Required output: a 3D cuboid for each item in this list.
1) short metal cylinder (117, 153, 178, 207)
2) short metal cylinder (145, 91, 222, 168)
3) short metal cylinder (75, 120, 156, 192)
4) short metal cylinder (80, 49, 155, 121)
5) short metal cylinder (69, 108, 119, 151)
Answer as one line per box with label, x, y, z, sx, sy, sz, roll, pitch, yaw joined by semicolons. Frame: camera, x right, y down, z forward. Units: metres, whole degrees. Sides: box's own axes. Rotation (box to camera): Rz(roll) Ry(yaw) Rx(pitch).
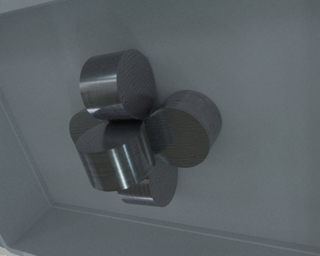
short metal cylinder;-0.016;0.064;0.419;0.050;0.080;0.080;-2;117;29
short metal cylinder;0.029;0.001;0.375;0.080;0.050;0.079;13;124;21
short metal cylinder;-0.050;0.028;0.358;0.080;0.080;0.050;-1;118;29
short metal cylinder;-0.047;-0.049;0.365;0.050;0.080;0.080;-2;117;29
short metal cylinder;-0.078;0.002;0.432;0.080;0.050;0.079;13;124;21
